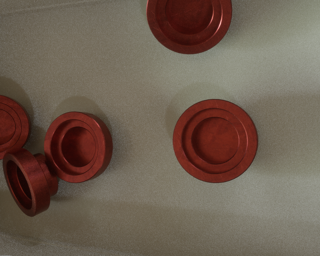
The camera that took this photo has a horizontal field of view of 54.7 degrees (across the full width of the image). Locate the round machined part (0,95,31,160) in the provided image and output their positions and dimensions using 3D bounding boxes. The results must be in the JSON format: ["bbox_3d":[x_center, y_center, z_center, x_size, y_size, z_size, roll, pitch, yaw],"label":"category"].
[{"bbox_3d":[-0.248,-0.002,0.471,0.099,0.042,0.097,-1,94,-15],"label":"round machined part"}]

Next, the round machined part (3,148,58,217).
[{"bbox_3d":[-0.185,0.075,0.450,0.098,0.042,0.097,19,119,39],"label":"round machined part"}]

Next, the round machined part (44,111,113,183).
[{"bbox_3d":[-0.110,0.026,0.439,0.098,0.042,0.097,0,90,19],"label":"round machined part"}]

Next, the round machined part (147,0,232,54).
[{"bbox_3d":[0.036,-0.142,0.371,0.099,0.042,0.097,6,128,8],"label":"round machined part"}]

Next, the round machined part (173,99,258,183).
[{"bbox_3d":[0.069,0.015,0.377,0.098,0.042,0.097,0,90,19],"label":"round machined part"}]
